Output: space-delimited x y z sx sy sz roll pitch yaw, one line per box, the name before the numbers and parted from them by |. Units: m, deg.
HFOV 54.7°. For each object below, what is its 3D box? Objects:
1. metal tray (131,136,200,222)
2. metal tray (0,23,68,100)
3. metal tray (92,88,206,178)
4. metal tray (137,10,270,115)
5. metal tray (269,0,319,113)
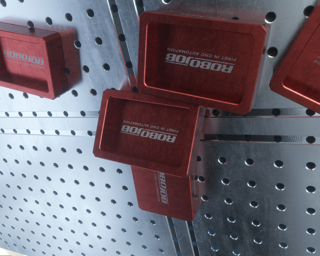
metal tray | 0.007 0.069 0.446 0.090 0.030 0.129 7 122 24
metal tray | -0.200 -0.099 0.449 0.130 0.030 0.089 15 125 19
metal tray | -0.016 0.004 0.389 0.130 0.030 0.089 10 91 22
metal tray | 0.041 -0.073 0.333 0.130 0.030 0.089 14 117 20
metal tray | 0.181 -0.049 0.282 0.130 0.030 0.089 29 128 9
